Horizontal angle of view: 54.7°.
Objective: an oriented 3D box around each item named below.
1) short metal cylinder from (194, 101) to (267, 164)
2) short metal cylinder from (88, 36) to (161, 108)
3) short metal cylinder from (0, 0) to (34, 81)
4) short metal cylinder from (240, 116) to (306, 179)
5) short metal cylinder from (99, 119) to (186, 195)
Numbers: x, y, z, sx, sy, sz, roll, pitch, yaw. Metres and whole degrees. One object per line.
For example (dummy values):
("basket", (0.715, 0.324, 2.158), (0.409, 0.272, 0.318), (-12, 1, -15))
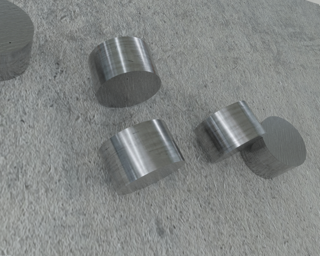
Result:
("short metal cylinder", (0.093, 0.007, 0.414), (0.081, 0.080, 0.050), (-18, 72, -35))
("short metal cylinder", (-0.044, -0.067, 0.386), (0.081, 0.080, 0.050), (-4, 64, -30))
("short metal cylinder", (-0.187, -0.100, 0.348), (0.081, 0.050, 0.080), (14, 56, -21))
("short metal cylinder", (0.166, 0.029, 0.459), (0.081, 0.050, 0.080), (14, 56, -21))
("short metal cylinder", (-0.019, 0.033, 0.338), (0.081, 0.080, 0.050), (-16, 70, -34))
